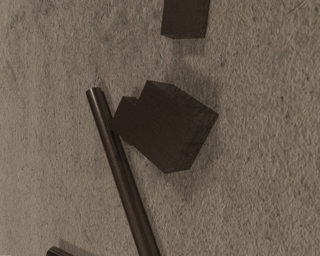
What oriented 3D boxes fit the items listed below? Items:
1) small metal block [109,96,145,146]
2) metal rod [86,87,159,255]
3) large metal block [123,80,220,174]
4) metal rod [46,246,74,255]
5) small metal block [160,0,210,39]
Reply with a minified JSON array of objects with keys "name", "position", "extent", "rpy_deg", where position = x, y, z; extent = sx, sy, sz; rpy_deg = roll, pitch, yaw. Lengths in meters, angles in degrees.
[{"name":"small metal block","position":[-0.038,-0.010,0.434],"extent":[0.050,0.025,0.050],"rpy_deg":[41,114,32]},{"name":"metal rod","position":[-0.052,0.075,0.445],"extent":[0.025,0.025,0.299],"rpy_deg":[-33,70,35]},{"name":"large metal block","position":[0.011,-0.003,0.378],"extent":[0.080,0.050,0.079],"rpy_deg":[38,113,33]},{"name":"metal rod","position":[-0.079,0.234,0.467],"extent":[0.300,0.025,0.025],"rpy_deg":[3,92,39]},{"name":"small metal block","position":[0.031,-0.137,0.378],"extent":[0.050,0.025,0.050],"rpy_deg":[11,97,39]}]
